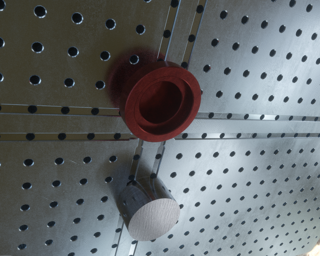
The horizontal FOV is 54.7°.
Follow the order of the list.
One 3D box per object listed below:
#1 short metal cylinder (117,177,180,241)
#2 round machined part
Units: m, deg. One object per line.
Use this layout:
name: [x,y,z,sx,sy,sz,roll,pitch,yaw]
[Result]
short metal cylinder: [-0.017,0.120,0.459,0.081,0.050,0.079,-14,124,-21]
round machined part: [-0.003,-0.035,0.377,0.099,0.042,0.097,-14,124,-21]
